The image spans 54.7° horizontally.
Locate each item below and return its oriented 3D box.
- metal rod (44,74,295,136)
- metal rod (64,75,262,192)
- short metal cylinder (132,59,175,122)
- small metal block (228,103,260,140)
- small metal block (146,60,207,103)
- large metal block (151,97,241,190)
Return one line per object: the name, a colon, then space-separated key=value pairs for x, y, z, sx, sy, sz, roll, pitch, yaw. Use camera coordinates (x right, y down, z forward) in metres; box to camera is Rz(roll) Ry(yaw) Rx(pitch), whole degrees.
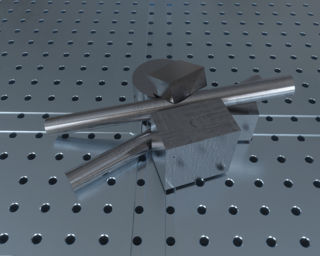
metal rod: x=0.004 y=-0.025 z=0.378 sx=0.301 sy=0.025 sz=0.025 roll=-9 pitch=50 yaw=9
metal rod: x=0.022 y=-0.003 z=0.407 sx=0.302 sy=0.025 sz=0.025 roll=-28 pitch=55 yaw=-22
short metal cylinder: x=0.003 y=-0.051 z=0.430 sx=0.081 sy=0.050 sz=0.080 roll=0 pitch=49 yaw=0
small metal block: x=0.094 y=-0.009 z=0.395 sx=0.050 sy=0.050 sz=0.025 roll=-1 pitch=50 yaw=1
small metal block: x=0.020 y=-0.058 z=0.376 sx=0.050 sy=0.025 sz=0.050 roll=-29 pitch=33 yaw=-22
large metal block: x=0.036 y=0.019 z=0.350 sx=0.081 sy=0.080 sz=0.050 roll=-14 pitch=52 yaw=-12
